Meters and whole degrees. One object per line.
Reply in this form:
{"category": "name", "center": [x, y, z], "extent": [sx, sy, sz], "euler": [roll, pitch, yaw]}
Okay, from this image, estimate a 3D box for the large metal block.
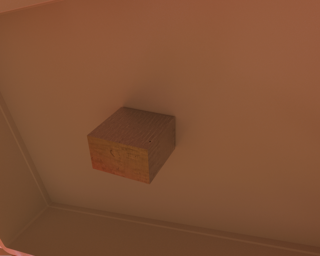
{"category": "large metal block", "center": [-0.033, 0.019, 0.397], "extent": [0.080, 0.080, 0.050], "euler": [12, 123, 21]}
